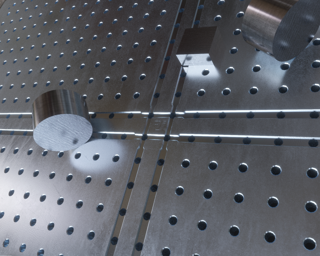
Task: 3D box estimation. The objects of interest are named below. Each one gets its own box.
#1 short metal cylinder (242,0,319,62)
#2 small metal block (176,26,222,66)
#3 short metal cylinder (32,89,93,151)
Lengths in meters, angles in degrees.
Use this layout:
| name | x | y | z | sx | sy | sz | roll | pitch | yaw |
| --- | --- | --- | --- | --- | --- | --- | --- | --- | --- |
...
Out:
| name | x | y | z | sx | sy | sz | roll | pitch | yaw |
| --- | --- | --- | --- | --- | --- | --- | --- | --- | --- |
| short metal cylinder | 0.147 | -0.128 | 0.374 | 0.080 | 0.080 | 0.050 | -42 | 51 | -1 |
| small metal block | 0.057 | -0.119 | 0.451 | 0.050 | 0.025 | 0.050 | 6 | 64 | 30 |
| short metal cylinder | -0.144 | -0.010 | 0.455 | 0.080 | 0.080 | 0.050 | -30 | 52 | 9 |
